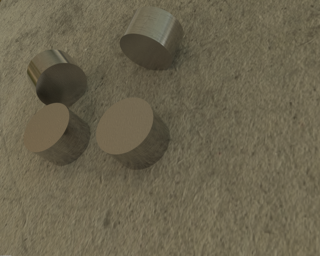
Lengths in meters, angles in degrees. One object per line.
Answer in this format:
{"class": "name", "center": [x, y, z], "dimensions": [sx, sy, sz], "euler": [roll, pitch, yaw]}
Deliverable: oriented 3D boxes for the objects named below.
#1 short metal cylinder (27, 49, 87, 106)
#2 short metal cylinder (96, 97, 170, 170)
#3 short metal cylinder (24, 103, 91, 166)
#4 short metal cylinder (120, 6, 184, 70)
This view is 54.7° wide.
{"class": "short metal cylinder", "center": [-0.167, -0.080, 0.503], "dimensions": [0.080, 0.080, 0.050], "euler": [-42, 51, -1]}
{"class": "short metal cylinder", "center": [-0.034, 0.008, 0.400], "dimensions": [0.080, 0.050, 0.080], "euler": [-13, 56, 20]}
{"class": "short metal cylinder", "center": [-0.152, 0.010, 0.459], "dimensions": [0.080, 0.050, 0.080], "euler": [-13, 56, 20]}
{"class": "short metal cylinder", "center": [-0.012, -0.129, 0.452], "dimensions": [0.080, 0.080, 0.050], "euler": [9, 66, 31]}
